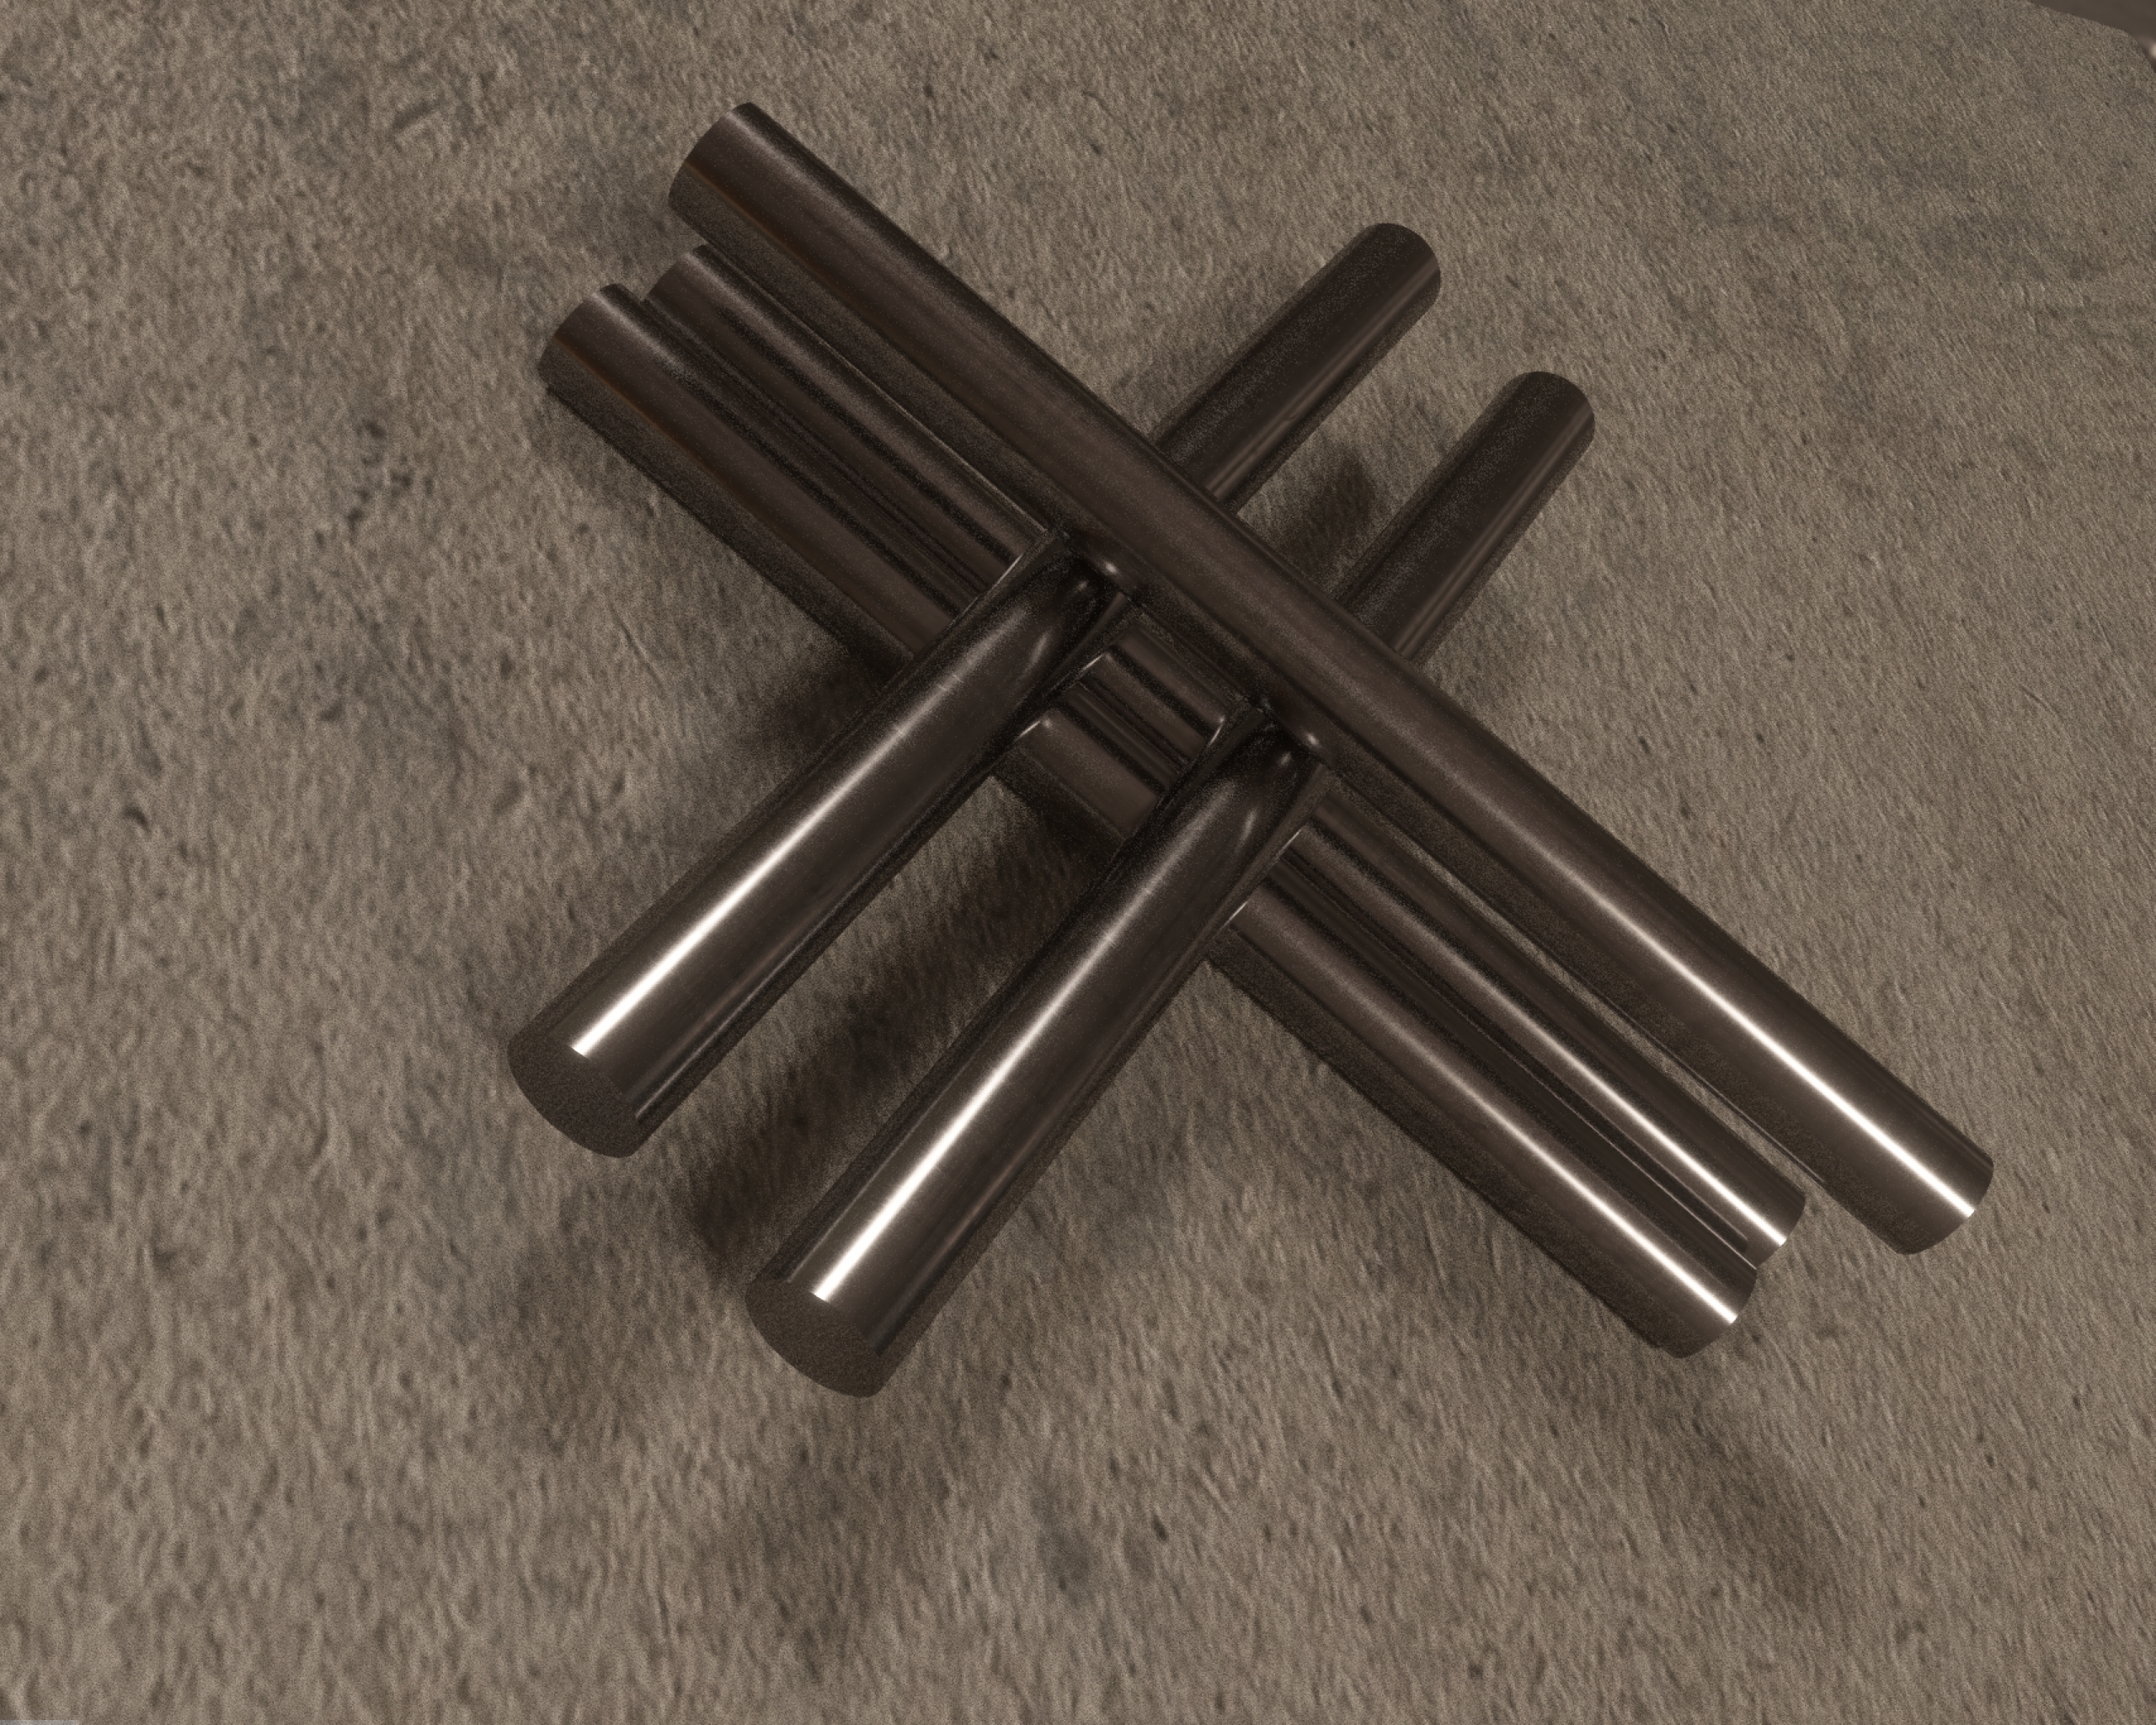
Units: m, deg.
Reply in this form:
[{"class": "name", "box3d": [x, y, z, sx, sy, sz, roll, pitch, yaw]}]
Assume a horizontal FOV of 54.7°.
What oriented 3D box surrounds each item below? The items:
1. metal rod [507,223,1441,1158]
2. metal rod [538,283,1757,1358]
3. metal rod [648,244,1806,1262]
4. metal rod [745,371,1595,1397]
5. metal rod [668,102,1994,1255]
[{"class": "metal rod", "box3d": [0.000, -0.054, 0.407, 0.025, 0.025, 0.301, 41, 51, -1]}, {"class": "metal rod", "box3d": [0.014, -0.008, 0.419, 0.300, 0.025, 0.025, 41, 51, -1]}, {"class": "metal rod", "box3d": [0.030, -0.020, 0.435, 0.300, 0.025, 0.025, 41, 51, -1]}, {"class": "metal rod", "box3d": [0.036, -0.018, 0.405, 0.025, 0.025, 0.301, 41, 51, -1]}, {"class": "metal rod", "box3d": [0.047, -0.033, 0.388, 0.300, 0.025, 0.025, 40, 51, -1]}]
